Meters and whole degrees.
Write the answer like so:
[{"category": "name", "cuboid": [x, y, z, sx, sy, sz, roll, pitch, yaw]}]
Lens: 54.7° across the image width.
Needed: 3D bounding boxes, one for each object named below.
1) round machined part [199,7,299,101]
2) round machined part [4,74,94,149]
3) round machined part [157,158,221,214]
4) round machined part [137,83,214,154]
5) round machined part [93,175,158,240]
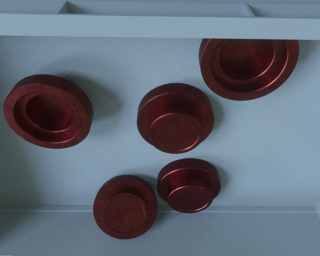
[{"category": "round machined part", "cuboid": [0.091, -0.080, 0.330, 0.099, 0.042, 0.097, 0, 130, 0]}, {"category": "round machined part", "cuboid": [-0.131, -0.024, 0.376, 0.099, 0.042, 0.097, 0, 130, 0]}, {"category": "round machined part", "cuboid": [0.045, 0.095, 0.479, 0.099, 0.042, 0.097, 0, 130, 0]}, {"category": "round machined part", "cuboid": [0.020, -0.005, 0.394, 0.099, 0.042, 0.097, 0, 130, 0]}, {"category": "round machined part", "cuboid": [-0.052, 0.125, 0.473, 0.099, 0.042, 0.097, -1, 96, -5]}]
